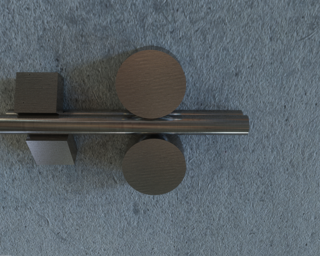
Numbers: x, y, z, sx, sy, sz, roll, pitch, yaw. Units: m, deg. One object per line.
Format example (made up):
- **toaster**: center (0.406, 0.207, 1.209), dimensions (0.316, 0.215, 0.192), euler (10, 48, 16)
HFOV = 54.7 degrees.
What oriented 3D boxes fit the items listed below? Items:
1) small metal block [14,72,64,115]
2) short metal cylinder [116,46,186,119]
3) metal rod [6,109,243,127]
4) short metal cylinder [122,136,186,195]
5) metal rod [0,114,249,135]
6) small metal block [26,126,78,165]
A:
- **small metal block**: center (-0.149, -0.041, 0.384), dimensions (0.050, 0.025, 0.050), euler (0, 83, 0)
- **short metal cylinder**: center (-0.010, -0.057, 0.376), dimensions (0.081, 0.050, 0.079), euler (0, 110, 0)
- **metal rod**: center (-0.045, -0.012, 0.406), dimensions (0.302, 0.025, 0.025), euler (0, 110, -1)
- **short metal cylinder**: center (-0.007, 0.042, 0.413), dimensions (0.081, 0.050, 0.079), euler (0, 110, 0)
- **metal rod**: center (-0.044, -0.004, 0.383), dimensions (0.302, 0.025, 0.025), euler (0, 110, 0)
- **small metal block**: center (-0.140, 0.024, 0.408), dimensions (0.050, 0.025, 0.050), euler (0, 137, -1)
